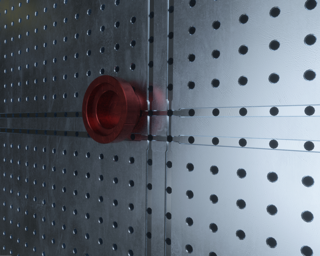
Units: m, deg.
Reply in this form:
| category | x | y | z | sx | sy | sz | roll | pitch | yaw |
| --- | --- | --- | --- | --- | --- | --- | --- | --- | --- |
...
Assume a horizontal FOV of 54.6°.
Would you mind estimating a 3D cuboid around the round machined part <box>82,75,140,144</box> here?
| category | x | y | z | sx | sy | sz | roll | pitch | yaw |
| --- | --- | --- | --- | --- | --- | --- | --- | --- | --- |
| round machined part | -0.067 | -0.026 | 0.455 | 0.098 | 0.042 | 0.097 | 0 | 90 | 40 |
